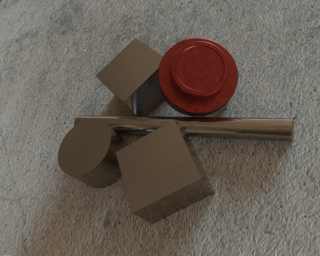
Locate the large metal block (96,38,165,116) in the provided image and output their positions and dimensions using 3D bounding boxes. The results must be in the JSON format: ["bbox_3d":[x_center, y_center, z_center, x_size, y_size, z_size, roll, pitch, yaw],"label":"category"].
[{"bbox_3d":[-0.031,-0.071,0.445,0.080,0.050,0.080,-45,51,-3],"label":"large metal block"}]

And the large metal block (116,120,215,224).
[{"bbox_3d":[0.005,0.051,0.355,0.080,0.050,0.080,-29,52,9],"label":"large metal block"}]

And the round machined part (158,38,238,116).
[{"bbox_3d":[0.047,-0.066,0.379,0.099,0.042,0.098,0,79,0],"label":"round machined part"}]

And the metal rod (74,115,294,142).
[{"bbox_3d":[0.010,-0.003,0.402,0.300,0.025,0.025,2,63,28],"label":"metal rod"}]

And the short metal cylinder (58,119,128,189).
[{"bbox_3d":[-0.086,0.034,0.412,0.080,0.050,0.080,-13,56,20],"label":"short metal cylinder"}]
